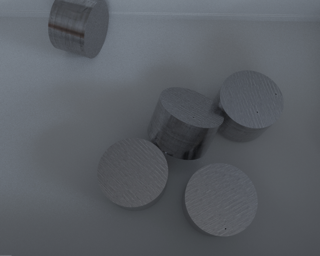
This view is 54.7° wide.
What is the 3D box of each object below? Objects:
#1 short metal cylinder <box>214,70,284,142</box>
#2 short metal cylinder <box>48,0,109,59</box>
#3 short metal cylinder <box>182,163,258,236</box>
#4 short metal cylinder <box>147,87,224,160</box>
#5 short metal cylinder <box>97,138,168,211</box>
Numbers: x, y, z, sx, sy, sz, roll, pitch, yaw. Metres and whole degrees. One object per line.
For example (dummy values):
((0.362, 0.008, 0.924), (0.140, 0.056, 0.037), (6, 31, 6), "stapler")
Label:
((0.111, -0.028, 0.405), (0.081, 0.050, 0.080), (2, 68, -5), "short metal cylinder")
((-0.111, -0.143, 0.431), (0.050, 0.080, 0.080), (18, 71, 6), "short metal cylinder")
((0.068, 0.086, 0.366), (0.081, 0.050, 0.080), (0, 70, 0), "short metal cylinder")
((0.030, -0.007, 0.379), (0.081, 0.050, 0.080), (15, 35, -11), "short metal cylinder")
((-0.031, 0.057, 0.375), (0.081, 0.050, 0.080), (0, 70, 0), "short metal cylinder")
